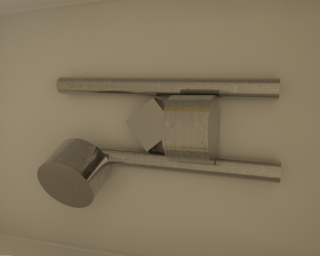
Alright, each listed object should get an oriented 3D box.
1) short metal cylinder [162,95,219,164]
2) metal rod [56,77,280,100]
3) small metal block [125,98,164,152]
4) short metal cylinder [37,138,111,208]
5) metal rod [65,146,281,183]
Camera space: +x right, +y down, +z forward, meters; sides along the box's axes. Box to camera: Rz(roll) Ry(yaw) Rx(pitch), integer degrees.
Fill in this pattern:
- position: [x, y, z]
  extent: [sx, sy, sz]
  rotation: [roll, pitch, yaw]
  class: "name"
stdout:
- position: [0.039, 0.001, 0.365]
  extent: [0.050, 0.080, 0.079]
  rotation: [2, 91, 20]
  class: "short metal cylinder"
- position: [-0.003, -0.054, 0.409]
  extent: [0.301, 0.025, 0.025]
  rotation: [4, 91, 19]
  class: "metal rod"
- position: [-0.009, -0.004, 0.411]
  extent: [0.050, 0.025, 0.050]
  rotation: [-39, 78, 15]
  class: "small metal block"
- position: [-0.114, 0.061, 0.416]
  extent: [0.080, 0.050, 0.079]
  rotation: [10, 127, 14]
  class: "short metal cylinder"
- position: [-0.002, 0.043, 0.408]
  extent: [0.301, 0.025, 0.025]
  rotation: [3, 91, 19]
  class: "metal rod"
